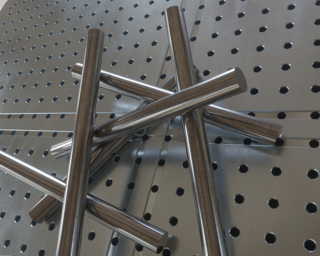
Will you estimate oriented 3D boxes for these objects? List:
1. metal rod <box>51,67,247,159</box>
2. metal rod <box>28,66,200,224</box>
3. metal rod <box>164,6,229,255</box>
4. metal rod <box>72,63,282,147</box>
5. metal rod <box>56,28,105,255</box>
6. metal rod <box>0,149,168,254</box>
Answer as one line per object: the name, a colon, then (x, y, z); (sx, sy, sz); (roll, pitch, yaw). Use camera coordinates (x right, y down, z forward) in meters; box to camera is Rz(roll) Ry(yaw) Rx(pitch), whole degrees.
metal rod: (-0.039, -0.005, 0.378); (0.299, 0.025, 0.025); (-19, 53, 36)
metal rod: (-0.061, 0.018, 0.430); (0.300, 0.025, 0.025); (-44, 51, -2)
metal rod: (0.037, -0.009, 0.350); (0.025, 0.025, 0.299); (-15, 69, 20)
metal rod: (0.002, -0.038, 0.402); (0.300, 0.025, 0.025); (21, 73, 26)
metal rod: (-0.096, 0.002, 0.390); (0.025, 0.025, 0.299); (-9, 65, 23)
metal rod: (-0.126, 0.080, 0.396); (0.300, 0.025, 0.025); (18, 71, 25)
